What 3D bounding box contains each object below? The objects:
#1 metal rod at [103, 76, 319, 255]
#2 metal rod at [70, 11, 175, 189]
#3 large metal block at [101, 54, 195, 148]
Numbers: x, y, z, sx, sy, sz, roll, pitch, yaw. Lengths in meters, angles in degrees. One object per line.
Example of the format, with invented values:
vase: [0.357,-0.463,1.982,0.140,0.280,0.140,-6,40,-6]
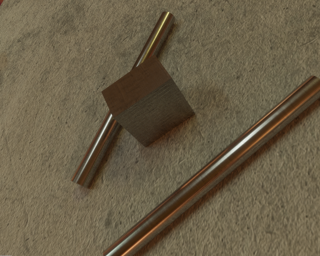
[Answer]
metal rod: [0.060,0.049,0.342,0.300,0.025,0.025,-40,51,0]
metal rod: [-0.047,-0.053,0.460,0.025,0.025,0.300,13,68,33]
large metal block: [-0.013,-0.032,0.395,0.080,0.080,0.050,-35,51,5]
